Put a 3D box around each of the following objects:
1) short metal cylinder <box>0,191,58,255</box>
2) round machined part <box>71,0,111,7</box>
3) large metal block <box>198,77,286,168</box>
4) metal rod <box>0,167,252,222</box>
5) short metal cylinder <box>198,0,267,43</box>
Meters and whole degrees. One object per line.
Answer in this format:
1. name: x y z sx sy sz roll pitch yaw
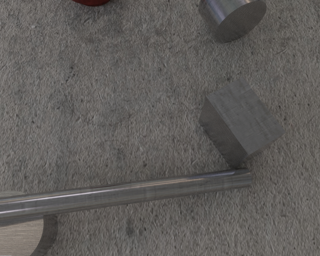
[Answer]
1. short metal cylinder: -0.164 0.115 0.352 0.081 0.050 0.080 0 70 0
2. round machined part: -0.106 -0.230 0.483 0.099 0.042 0.098 0 70 0
3. large metal block: 0.095 -0.002 0.380 0.050 0.080 0.080 -30 73 -10
4. metal rod: -0.038 0.073 0.349 0.302 0.025 0.025 -5 70 -15
5. short metal cylinder: 0.102 -0.168 0.441 0.080 0.080 0.050 -23 72 -8
